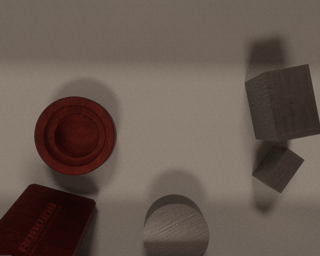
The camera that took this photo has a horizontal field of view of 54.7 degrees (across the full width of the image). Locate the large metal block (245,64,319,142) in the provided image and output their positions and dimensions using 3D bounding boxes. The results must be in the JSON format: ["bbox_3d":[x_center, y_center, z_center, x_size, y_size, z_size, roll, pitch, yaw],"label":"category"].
[{"bbox_3d":[0.149,-0.028,0.386,0.050,0.080,0.080,-11,90,0],"label":"large metal block"}]

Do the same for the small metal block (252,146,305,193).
[{"bbox_3d":[0.151,0.052,0.401,0.025,0.050,0.050,36,90,-1],"label":"small metal block"}]

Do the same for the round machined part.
[{"bbox_3d":[-0.106,0.009,0.402,0.099,0.042,0.097,0,90,-1],"label":"round machined part"}]

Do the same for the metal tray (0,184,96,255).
[{"bbox_3d":[-0.138,0.124,0.357,0.091,0.130,0.030,16,116,0],"label":"metal tray"}]

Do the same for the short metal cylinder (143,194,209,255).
[{"bbox_3d":[0.020,0.131,0.399,0.081,0.050,0.079,0,90,-1],"label":"short metal cylinder"}]
